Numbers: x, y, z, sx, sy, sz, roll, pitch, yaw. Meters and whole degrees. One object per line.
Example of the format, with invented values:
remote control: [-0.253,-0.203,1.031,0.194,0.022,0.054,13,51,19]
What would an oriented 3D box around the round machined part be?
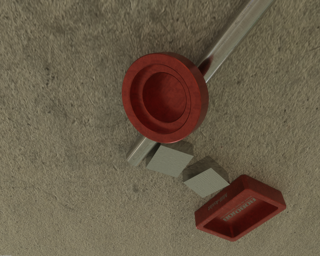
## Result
round machined part: [0.009,-0.036,0.345,0.098,0.042,0.097,11,111,29]

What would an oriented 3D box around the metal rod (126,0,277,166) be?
metal rod: [0.040,-0.053,0.362,0.025,0.025,0.298,25,126,-20]

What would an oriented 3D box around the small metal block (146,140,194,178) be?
small metal block: [0.013,0.040,0.441,0.050,0.025,0.050,19,127,-17]

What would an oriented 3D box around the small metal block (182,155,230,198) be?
small metal block: [0.070,0.075,0.472,0.050,0.025,0.050,-33,123,25]

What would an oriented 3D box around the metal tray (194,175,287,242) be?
metal tray: [0.132,0.140,0.525,0.090,0.030,0.129,26,125,-21]
